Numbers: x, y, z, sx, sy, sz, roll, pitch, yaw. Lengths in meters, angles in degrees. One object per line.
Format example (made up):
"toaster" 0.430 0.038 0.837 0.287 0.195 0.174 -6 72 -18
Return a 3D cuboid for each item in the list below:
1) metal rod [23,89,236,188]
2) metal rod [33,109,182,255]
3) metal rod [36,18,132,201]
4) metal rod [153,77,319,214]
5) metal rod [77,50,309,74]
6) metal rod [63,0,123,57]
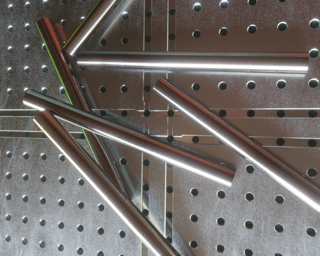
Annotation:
"metal rod" -0.048 0.010 0.411 0.301 0.025 0.025 21 97 11
"metal rod" -0.057 0.093 0.405 0.025 0.025 0.300 -44 87 15
"metal rod" -0.114 -0.028 0.453 0.025 0.025 0.299 -29 81 18
"metal rod" 0.113 0.030 0.372 0.300 0.025 0.025 38 102 16
"metal rod" 0.027 -0.087 0.403 0.301 0.025 0.025 6 92 20
"metal rod" -0.033 -0.219 0.424 0.299 0.025 0.025 -47 76 14
